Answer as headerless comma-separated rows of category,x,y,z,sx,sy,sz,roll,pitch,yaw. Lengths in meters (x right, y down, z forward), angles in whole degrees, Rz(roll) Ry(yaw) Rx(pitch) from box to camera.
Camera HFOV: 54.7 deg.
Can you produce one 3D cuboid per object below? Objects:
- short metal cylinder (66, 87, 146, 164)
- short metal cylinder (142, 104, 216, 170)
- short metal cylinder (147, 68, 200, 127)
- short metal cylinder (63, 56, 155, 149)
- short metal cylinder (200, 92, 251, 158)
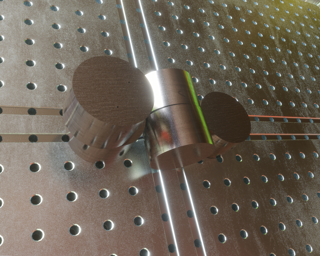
short metal cylinder,-0.063,-0.004,0.360,0.081,0.050,0.080,14,56,-21
short metal cylinder,0.021,0.013,0.376,0.081,0.080,0.050,-1,63,-29
short metal cylinder,0.009,-0.032,0.397,0.081,0.080,0.050,1,62,-28
short metal cylinder,-0.053,-0.025,0.313,0.081,0.050,0.080,14,56,-21
short metal cylinder,0.079,-0.004,0.436,0.081,0.050,0.080,14,56,-21
